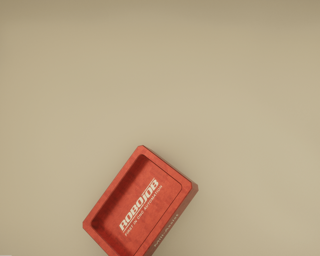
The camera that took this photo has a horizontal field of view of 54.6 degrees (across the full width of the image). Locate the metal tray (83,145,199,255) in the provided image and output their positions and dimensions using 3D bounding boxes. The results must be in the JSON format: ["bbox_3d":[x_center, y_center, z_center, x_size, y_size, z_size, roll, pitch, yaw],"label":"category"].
[{"bbox_3d":[-0.026,0.099,0.388,0.090,0.030,0.130,35,89,27],"label":"metal tray"}]
